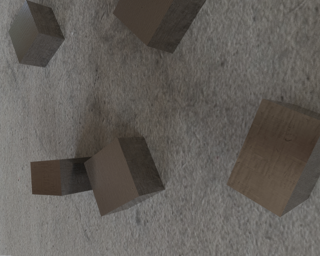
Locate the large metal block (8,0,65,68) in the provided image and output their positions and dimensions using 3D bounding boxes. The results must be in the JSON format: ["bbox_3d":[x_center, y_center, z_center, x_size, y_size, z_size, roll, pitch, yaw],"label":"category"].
[{"bbox_3d":[-0.231,-0.172,0.575,0.080,0.050,0.080,-40,66,32],"label":"large metal block"}]

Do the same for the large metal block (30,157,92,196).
[{"bbox_3d":[-0.142,0.073,0.484,0.080,0.081,0.050,-8,85,39],"label":"large metal block"}]

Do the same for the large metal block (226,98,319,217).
[{"bbox_3d":[0.113,0.023,0.275,0.050,0.081,0.079,30,108,36],"label":"large metal block"}]

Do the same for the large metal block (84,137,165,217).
[{"bbox_3d":[-0.051,0.066,0.429,0.080,0.050,0.080,-35,69,34],"label":"large metal block"}]

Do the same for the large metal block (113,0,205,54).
[{"bbox_3d":[-0.002,-0.153,0.389,0.080,0.050,0.080,49,119,28],"label":"large metal block"}]
